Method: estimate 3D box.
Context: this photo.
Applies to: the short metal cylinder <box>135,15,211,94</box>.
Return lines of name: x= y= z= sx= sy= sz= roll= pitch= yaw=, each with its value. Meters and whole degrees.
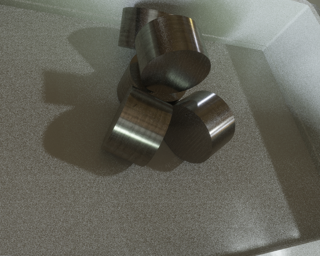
short metal cylinder: x=0.014 y=-0.083 z=0.362 sx=0.081 sy=0.080 sz=0.050 roll=3 pitch=61 yaw=-27

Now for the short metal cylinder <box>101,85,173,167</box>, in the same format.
short metal cylinder: x=-0.027 y=-0.002 z=0.355 sx=0.050 sy=0.080 sz=0.080 roll=26 pitch=53 yaw=-12

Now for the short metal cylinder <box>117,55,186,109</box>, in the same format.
short metal cylinder: x=-0.011 y=-0.056 z=0.414 sx=0.081 sy=0.050 sz=0.080 roll=14 pitch=56 yaw=-21

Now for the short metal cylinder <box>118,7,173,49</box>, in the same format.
short metal cylinder: x=-0.015 y=-0.133 z=0.433 sx=0.081 sy=0.080 sz=0.050 roll=4 pitch=103 yaw=-26

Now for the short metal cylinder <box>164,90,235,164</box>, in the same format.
short metal cylinder: x=0.047 y=-0.002 z=0.395 sx=0.050 sy=0.080 sz=0.080 roll=-33 pitch=80 yaw=-37
